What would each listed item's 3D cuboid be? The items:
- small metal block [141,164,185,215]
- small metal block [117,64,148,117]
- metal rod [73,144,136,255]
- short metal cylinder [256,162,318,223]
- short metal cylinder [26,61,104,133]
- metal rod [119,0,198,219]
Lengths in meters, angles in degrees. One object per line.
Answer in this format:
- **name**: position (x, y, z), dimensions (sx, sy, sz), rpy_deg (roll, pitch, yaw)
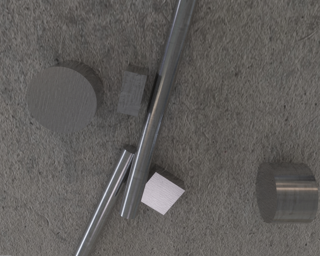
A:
- **small metal block**: position (0.000, 0.088, 0.442), dimensions (0.050, 0.025, 0.050), rpy_deg (34, 106, -12)
- **small metal block**: position (-0.033, -0.047, 0.379), dimensions (0.025, 0.050, 0.050), rpy_deg (13, 110, -5)
- **metal rod**: position (-0.101, 0.156, 0.466), dimensions (0.025, 0.025, 0.298), rpy_deg (23, 108, -9)
- **short metal cylinder**: position (0.166, 0.086, 0.414), dimensions (0.050, 0.080, 0.079), rpy_deg (1, 110, 0)
- **short metal cylinder**: position (-0.113, -0.040, 0.381), dimensions (0.081, 0.050, 0.079), rpy_deg (0, 110, 0)
- **metal rod**: position (-0.005, -0.021, 0.388), dimensions (0.025, 0.025, 0.298), rpy_deg (14, 104, -6)
